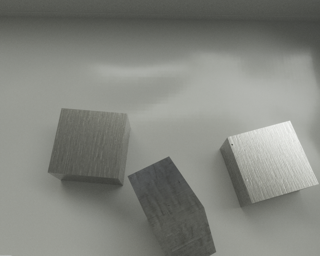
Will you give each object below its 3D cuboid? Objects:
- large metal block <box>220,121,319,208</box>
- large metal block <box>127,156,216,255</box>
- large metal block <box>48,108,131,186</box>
[{"bbox_3d":[0.130,0.045,0.381,0.081,0.050,0.080,-14,71,-6],"label":"large metal block"},{"bbox_3d":[0.012,0.092,0.331,0.050,0.080,0.080,-25,38,-9],"label":"large metal block"},{"bbox_3d":[-0.084,0.025,0.386,0.080,0.050,0.080,5,70,1],"label":"large metal block"}]
